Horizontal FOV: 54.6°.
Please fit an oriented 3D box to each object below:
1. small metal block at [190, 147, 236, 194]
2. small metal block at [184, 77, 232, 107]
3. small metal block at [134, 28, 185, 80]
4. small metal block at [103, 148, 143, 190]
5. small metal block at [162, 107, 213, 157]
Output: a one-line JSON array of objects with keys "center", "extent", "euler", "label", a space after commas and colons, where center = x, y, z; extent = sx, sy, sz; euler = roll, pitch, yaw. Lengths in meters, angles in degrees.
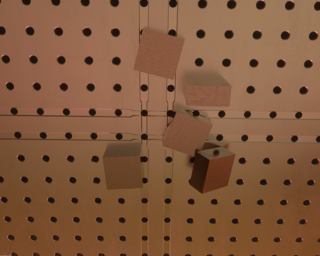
[{"center": [0.071, 0.056, 0.421], "extent": [0.050, 0.025, 0.050], "euler": [-7, 115, -37], "label": "small metal block"}, {"center": [0.057, -0.046, 0.384], "extent": [0.050, 0.050, 0.025], "euler": [1, 110, -1], "label": "small metal block"}, {"center": [-0.001, -0.091, 0.380], "extent": [0.050, 0.025, 0.050], "euler": [13, 110, -5], "label": "small metal block"}, {"center": [-0.050, 0.057, 0.434], "extent": [0.050, 0.025, 0.050], "euler": [-3, 110, 1], "label": "small metal block"}, {"center": [0.036, 0.006, 0.416], "extent": [0.050, 0.025, 0.050], "euler": [19, 109, -7], "label": "small metal block"}]
